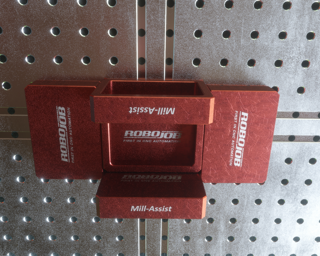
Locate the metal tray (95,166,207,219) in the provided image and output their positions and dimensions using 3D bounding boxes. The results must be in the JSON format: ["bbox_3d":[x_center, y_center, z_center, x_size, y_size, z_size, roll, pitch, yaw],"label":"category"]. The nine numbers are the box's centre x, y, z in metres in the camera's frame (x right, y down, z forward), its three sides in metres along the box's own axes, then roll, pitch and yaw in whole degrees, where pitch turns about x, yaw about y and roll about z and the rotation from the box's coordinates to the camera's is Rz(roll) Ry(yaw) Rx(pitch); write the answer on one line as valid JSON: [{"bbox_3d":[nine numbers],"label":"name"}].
[{"bbox_3d":[-0.011,0.079,0.406,0.131,0.090,0.030,1,110,-1],"label":"metal tray"}]

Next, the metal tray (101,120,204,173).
[{"bbox_3d":[-0.010,0.013,0.413,0.131,0.030,0.089,1,110,-1],"label":"metal tray"}]

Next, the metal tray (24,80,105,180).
[{"bbox_3d":[-0.121,0.004,0.410,0.091,0.030,0.129,1,110,-1],"label":"metal tray"}]

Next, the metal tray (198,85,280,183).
[{"bbox_3d":[0.101,0.010,0.414,0.091,0.030,0.129,1,110,-2],"label":"metal tray"}]

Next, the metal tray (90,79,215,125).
[{"bbox_3d":[-0.008,-0.034,0.366,0.131,0.090,0.030,1,110,-1],"label":"metal tray"}]
